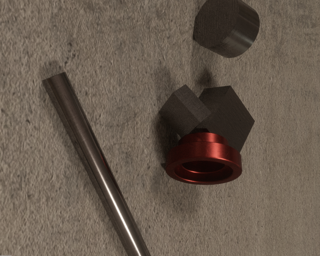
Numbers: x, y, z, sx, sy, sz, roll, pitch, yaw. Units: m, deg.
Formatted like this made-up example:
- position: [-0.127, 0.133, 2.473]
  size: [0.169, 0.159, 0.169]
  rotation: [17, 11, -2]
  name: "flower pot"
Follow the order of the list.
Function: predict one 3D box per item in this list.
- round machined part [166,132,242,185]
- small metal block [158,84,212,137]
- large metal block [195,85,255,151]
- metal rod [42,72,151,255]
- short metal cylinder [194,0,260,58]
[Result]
- position: [0.058, 0.040, 0.412]
  size: [0.098, 0.098, 0.042]
  rotation: [29, 52, -37]
  name: "round machined part"
- position: [0.032, -0.020, 0.405]
  size: [0.025, 0.050, 0.050]
  rotation: [-37, 82, -34]
  name: "small metal block"
- position: [0.089, -0.005, 0.466]
  size: [0.080, 0.050, 0.080]
  rotation: [47, 62, -30]
  name: "large metal block"
- position: [-0.056, 0.080, 0.359]
  size: [0.025, 0.025, 0.298]
  rotation: [-34, 111, -35]
  name: "metal rod"
- position: [0.096, -0.149, 0.452]
  size: [0.050, 0.080, 0.080]
  rotation: [12, 82, -40]
  name: "short metal cylinder"
